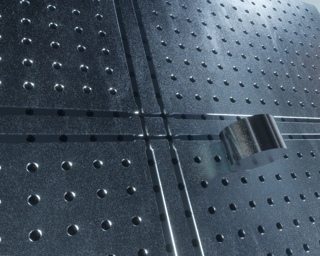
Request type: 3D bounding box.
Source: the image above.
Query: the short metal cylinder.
[{"bbox_3d":[0.129,0.022,0.431,0.081,0.080,0.050,0,62,-29],"label":"short metal cylinder"}]
